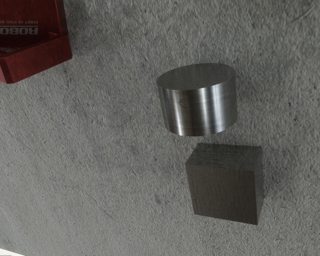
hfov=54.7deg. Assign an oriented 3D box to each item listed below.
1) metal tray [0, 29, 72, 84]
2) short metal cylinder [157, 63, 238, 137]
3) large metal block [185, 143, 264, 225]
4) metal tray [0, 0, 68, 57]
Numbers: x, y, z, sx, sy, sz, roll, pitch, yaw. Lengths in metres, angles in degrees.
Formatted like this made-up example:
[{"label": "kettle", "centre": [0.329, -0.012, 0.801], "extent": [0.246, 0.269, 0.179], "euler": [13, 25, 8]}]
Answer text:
[{"label": "metal tray", "centre": [-0.186, -0.100, 0.382], "extent": [0.130, 0.091, 0.030], "euler": [22, 132, 30]}, {"label": "short metal cylinder", "centre": [0.040, -0.033, 0.330], "extent": [0.080, 0.080, 0.050], "euler": [4, 120, 26]}, {"label": "large metal block", "centre": [0.084, 0.068, 0.389], "extent": [0.080, 0.050, 0.080], "euler": [2, 120, 27]}, {"label": "metal tray", "centre": [-0.186, -0.130, 0.389], "extent": [0.131, 0.030, 0.089], "euler": [0, 122, 0]}]
